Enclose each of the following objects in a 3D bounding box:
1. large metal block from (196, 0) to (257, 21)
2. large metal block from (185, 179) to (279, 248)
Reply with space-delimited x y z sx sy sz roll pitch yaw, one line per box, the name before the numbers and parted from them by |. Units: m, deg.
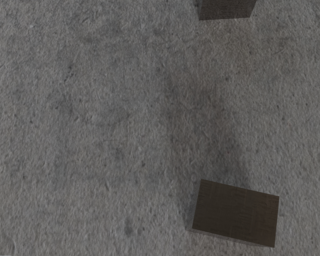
large metal block | 0.098 -0.216 0.475 0.081 0.050 0.080 -4 70 -2
large metal block | 0.076 0.097 0.345 0.080 0.080 0.050 12 71 4
